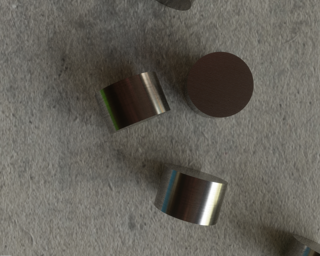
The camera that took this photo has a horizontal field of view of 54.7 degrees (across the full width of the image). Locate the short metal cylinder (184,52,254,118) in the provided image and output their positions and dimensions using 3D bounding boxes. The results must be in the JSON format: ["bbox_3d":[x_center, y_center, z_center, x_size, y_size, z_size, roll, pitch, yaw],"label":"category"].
[{"bbox_3d":[0.073,-0.052,0.398,0.081,0.050,0.079,0,90,-1],"label":"short metal cylinder"}]

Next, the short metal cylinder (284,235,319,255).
[{"bbox_3d":[0.196,0.176,0.385,0.080,0.080,0.050,23,90,-1],"label":"short metal cylinder"}]

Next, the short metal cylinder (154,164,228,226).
[{"bbox_3d":[0.038,0.080,0.383,0.080,0.080,0.050,16,90,-1],"label":"short metal cylinder"}]

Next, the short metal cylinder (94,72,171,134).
[{"bbox_3d":[-0.033,-0.030,0.382,0.080,0.080,0.050,-22,90,0],"label":"short metal cylinder"}]

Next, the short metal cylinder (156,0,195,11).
[{"bbox_3d":[0.015,-0.191,0.383,0.080,0.080,0.050,28,90,-1],"label":"short metal cylinder"}]
